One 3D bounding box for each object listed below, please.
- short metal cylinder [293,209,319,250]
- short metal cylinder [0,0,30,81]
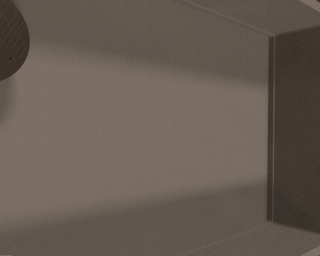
[{"bbox_3d":[0.335,0.222,0.679,0.081,0.050,0.079,0,90,-40],"label":"short metal cylinder"},{"bbox_3d":[-0.159,-0.074,0.258,0.081,0.050,0.079,0,90,-40],"label":"short metal cylinder"}]
